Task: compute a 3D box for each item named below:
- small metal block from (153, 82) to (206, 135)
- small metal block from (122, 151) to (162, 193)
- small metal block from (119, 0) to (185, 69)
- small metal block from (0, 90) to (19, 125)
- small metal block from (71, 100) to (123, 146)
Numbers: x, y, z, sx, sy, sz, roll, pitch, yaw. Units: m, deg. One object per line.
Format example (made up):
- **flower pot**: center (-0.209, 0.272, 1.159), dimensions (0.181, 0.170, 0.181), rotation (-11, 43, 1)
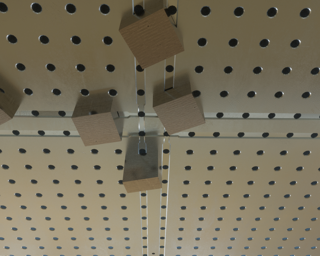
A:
- **small metal block**: center (0.024, -0.023, 0.392), dimensions (0.050, 0.025, 0.050), rotation (-19, 128, 15)
- **small metal block**: center (-0.024, 0.063, 0.449), dimensions (0.050, 0.050, 0.025), rotation (-10, 130, 8)
- **small metal block**: center (-0.008, -0.098, 0.328), dimensions (0.050, 0.025, 0.050), rotation (-21, 127, 16)
- **small metal block**: center (-0.217, -0.026, 0.386), dimensions (0.050, 0.025, 0.050), rotation (-24, 127, 18)
- **small metal block**: center (-0.080, -0.006, 0.406), dimensions (0.050, 0.025, 0.050), rotation (-9, 130, 6)
